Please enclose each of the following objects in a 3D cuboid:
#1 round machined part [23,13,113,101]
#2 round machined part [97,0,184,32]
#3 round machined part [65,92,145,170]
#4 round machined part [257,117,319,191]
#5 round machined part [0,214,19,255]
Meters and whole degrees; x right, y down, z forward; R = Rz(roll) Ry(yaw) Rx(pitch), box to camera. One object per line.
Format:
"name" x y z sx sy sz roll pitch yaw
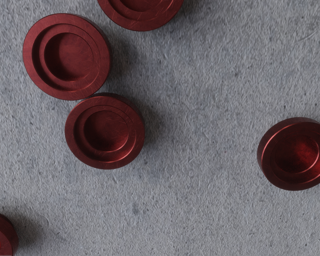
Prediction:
"round machined part" -0.105 -0.085 0.368 0.099 0.042 0.097 0 110 0
"round machined part" -0.021 -0.159 0.342 0.099 0.042 0.097 0 110 0
"round machined part" -0.068 0.001 0.400 0.099 0.042 0.097 0 110 0
"round machined part" 0.179 0.031 0.414 0.099 0.042 0.097 0 110 0
"round machined part" -0.259 0.164 0.459 0.099 0.042 0.097 0 110 0
